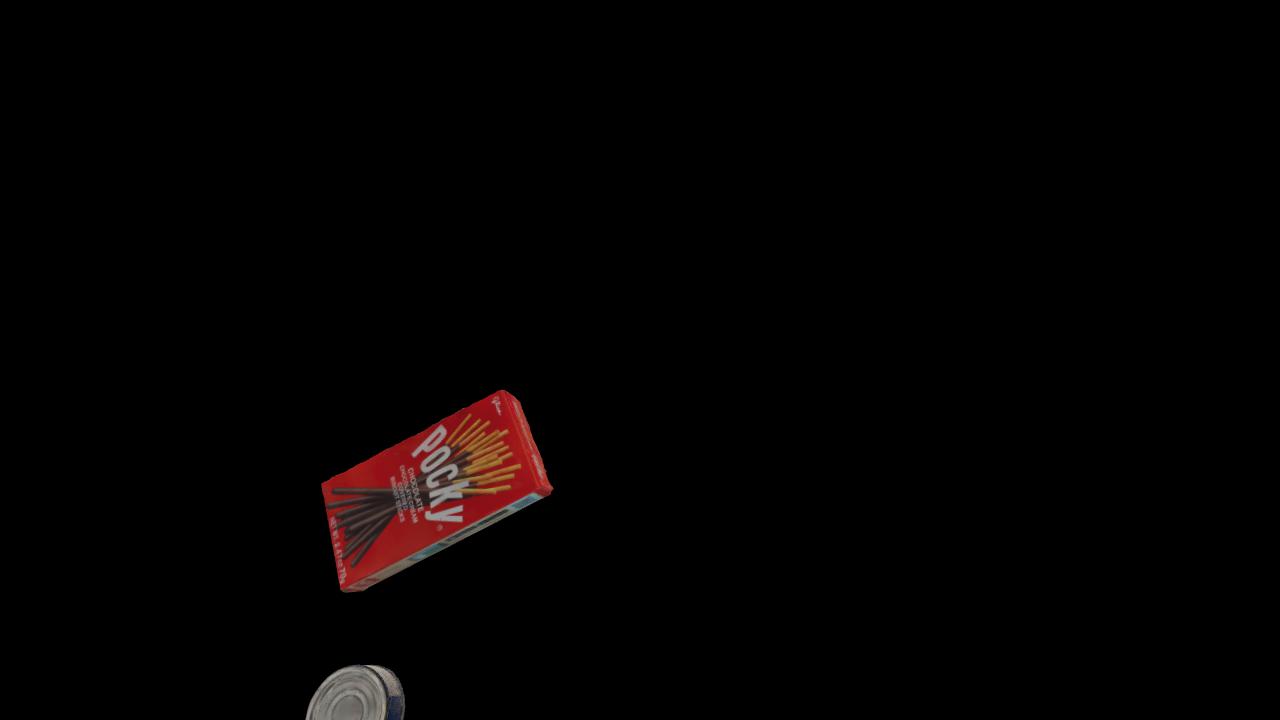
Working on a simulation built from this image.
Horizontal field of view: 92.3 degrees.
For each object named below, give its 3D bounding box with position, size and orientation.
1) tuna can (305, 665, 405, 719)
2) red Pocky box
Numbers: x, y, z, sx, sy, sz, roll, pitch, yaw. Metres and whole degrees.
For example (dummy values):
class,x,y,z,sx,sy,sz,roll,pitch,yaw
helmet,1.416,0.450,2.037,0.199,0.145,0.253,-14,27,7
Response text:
class,x,y,z,sx,sy,sz,roll,pitch,yaw
tuna can,-0.270,0.335,0.582,0.084,0.084,0.034,0,-27,10
red Pocky box,-0.146,0.091,0.435,0.155,0.083,0.028,-28,-27,2
